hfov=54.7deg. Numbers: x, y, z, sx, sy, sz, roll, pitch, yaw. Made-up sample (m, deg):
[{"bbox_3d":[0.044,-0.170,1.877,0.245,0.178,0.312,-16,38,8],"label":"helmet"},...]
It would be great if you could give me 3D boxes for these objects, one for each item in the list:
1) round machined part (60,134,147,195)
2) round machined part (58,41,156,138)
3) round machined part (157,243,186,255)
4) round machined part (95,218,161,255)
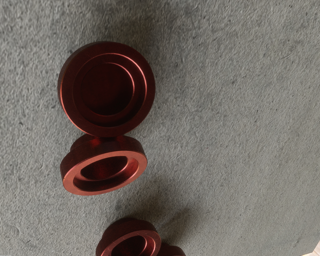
[{"bbox_3d":[-0.068,0.037,0.367,0.099,0.042,0.098,-17,148,-11],"label":"round machined part"},{"bbox_3d":[-0.058,-0.042,0.329,0.099,0.042,0.097,-9,110,-24],"label":"round machined part"},{"bbox_3d":[-0.002,0.242,0.545,0.099,0.042,0.097,-14,124,-21],"label":"round machined part"},{"bbox_3d":[-0.051,0.178,0.478,0.099,0.042,0.097,-14,124,-21],"label":"round machined part"}]
